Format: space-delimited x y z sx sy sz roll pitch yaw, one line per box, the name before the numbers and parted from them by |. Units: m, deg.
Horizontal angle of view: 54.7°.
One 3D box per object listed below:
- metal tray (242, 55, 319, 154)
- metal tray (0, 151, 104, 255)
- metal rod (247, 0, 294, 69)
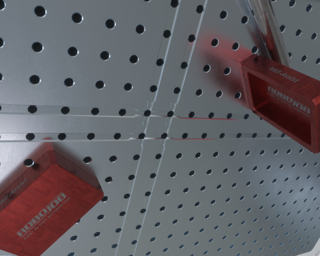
metal tray | 0.168 -0.035 0.413 0.030 0.130 0.090 -31 129 -8
metal tray | -0.148 0.100 0.389 0.130 0.030 0.090 -43 130 1
metal rod | 0.171 -0.099 0.443 0.025 0.025 0.300 -41 130 0
